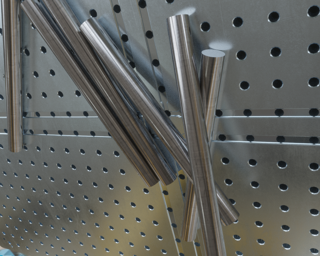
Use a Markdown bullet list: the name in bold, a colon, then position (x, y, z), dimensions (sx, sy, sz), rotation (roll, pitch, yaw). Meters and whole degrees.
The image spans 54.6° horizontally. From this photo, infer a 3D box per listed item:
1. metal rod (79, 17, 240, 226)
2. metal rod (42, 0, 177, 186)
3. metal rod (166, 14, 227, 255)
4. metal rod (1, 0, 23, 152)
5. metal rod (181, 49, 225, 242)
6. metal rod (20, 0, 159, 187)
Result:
- **metal rod**: position (0.000, -0.007, 0.384), dimensions (0.025, 0.025, 0.300), rotation (-35, 92, 38)
- **metal rod**: position (-0.063, -0.047, 0.415), dimensions (0.025, 0.025, 0.299), rotation (-21, 107, 36)
- **metal rod**: position (0.044, 0.027, 0.353), dimensions (0.025, 0.025, 0.298), rotation (-5, 100, 30)
- **metal rod**: position (-0.230, -0.076, 0.486), dimensions (0.025, 0.025, 0.298), rotation (27, 128, 11)
- **metal rod**: position (0.051, 0.045, 0.412), dimensions (0.025, 0.025, 0.298), rotation (16, 125, 19)
- **metal rod**: position (-0.089, -0.041, 0.433), dimensions (0.025, 0.025, 0.299), rotation (-24, 106, 36)
